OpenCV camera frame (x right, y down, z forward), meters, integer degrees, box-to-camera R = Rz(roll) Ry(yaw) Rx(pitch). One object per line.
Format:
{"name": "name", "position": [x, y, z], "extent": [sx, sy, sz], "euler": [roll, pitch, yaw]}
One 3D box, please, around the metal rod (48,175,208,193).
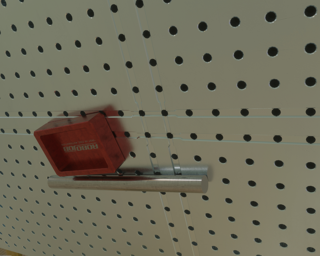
{"name": "metal rod", "position": [-0.068, 0.088, 0.499], "extent": [0.300, 0.025, 0.025], "euler": [-5, 116, 30]}

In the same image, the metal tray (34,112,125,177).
{"name": "metal tray", "position": [-0.130, 0.030, 0.492], "extent": [0.130, 0.030, 0.090], "euler": [-9, 114, 31]}
